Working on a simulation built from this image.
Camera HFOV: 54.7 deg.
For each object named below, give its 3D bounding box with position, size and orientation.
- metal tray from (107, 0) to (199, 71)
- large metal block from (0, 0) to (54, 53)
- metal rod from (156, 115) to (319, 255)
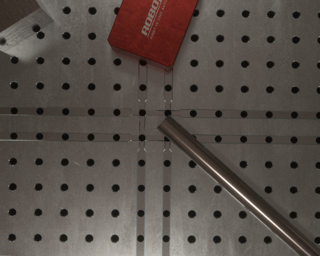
[{"bbox_3d":[-0.003,-0.153,0.411,0.090,0.030,0.129,21,90,-1],"label":"metal tray"},{"bbox_3d":[-0.200,-0.158,0.398,0.080,0.050,0.080,-33,90,0],"label":"large metal block"},{"bbox_3d":[0.116,0.091,0.414,0.300,0.025,0.025,42,90,-1],"label":"metal rod"}]
